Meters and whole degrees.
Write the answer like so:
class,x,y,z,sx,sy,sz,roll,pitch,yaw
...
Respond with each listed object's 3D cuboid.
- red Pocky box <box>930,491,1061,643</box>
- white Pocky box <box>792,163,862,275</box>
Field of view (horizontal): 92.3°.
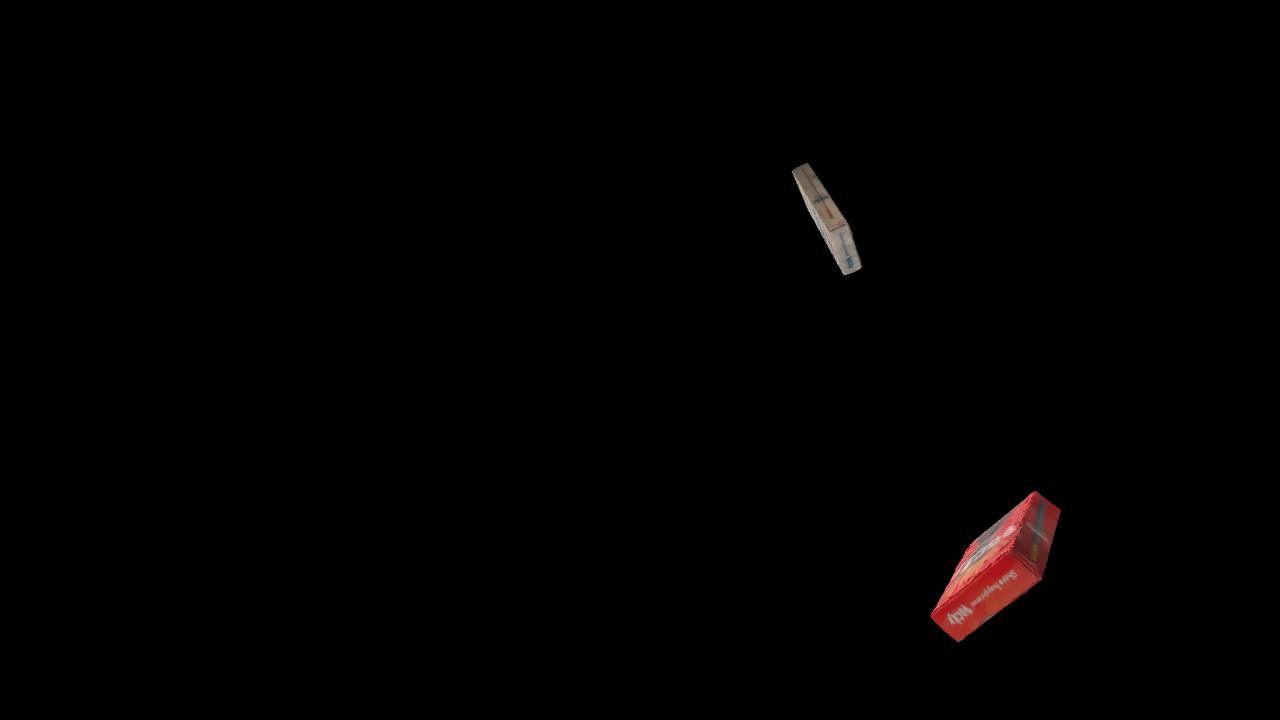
class,x,y,z,sx,sy,sz,roll,pitch,yaw
red Pocky box,0.285,0.158,0.488,0.028,0.083,0.155,47,31,24
white Pocky box,0.249,-0.191,0.821,0.028,0.154,0.084,-25,-46,15
